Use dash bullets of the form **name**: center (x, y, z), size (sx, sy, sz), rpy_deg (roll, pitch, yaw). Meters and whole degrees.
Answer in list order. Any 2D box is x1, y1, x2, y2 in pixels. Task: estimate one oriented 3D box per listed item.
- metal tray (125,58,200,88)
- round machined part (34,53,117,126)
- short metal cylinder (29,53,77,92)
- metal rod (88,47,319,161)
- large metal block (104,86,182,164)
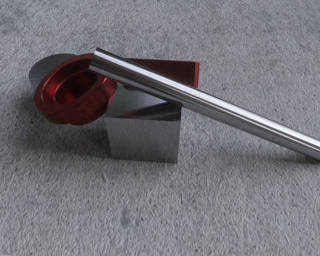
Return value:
- **metal tray**: center (0.003, -0.074, 0.414), size (0.091, 0.030, 0.130), rpy_deg (4, 11, 3)
- **round machined part**: center (-0.095, -0.042, 0.370), size (0.098, 0.042, 0.098), rpy_deg (-13, 47, 15)
- **short metal cylinder**: center (-0.136, -0.061, 0.438), size (0.081, 0.050, 0.080), rpy_deg (0, 50, 0)
- **metal rod**: center (0.070, -0.018, 0.345), size (0.302, 0.025, 0.025), rpy_deg (20, 49, -15)
- **large metal block**: center (-0.017, -0.003, 0.370), size (0.080, 0.080, 0.050), rpy_deg (4, 50, 2)
